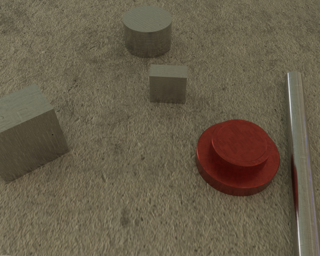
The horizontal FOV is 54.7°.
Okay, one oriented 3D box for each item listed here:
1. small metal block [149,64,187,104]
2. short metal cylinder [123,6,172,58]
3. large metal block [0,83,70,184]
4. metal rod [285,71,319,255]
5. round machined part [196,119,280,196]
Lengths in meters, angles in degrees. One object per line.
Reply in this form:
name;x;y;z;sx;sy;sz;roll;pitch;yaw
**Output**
small metal block;0.012;-0.062;0.439;0.050;0.050;0.025;3;50;2
short metal cylinder;-0.021;-0.163;0.524;0.081;0.050;0.080;0;50;0
large metal block;-0.161;0.007;0.359;0.081;0.080;0.050;-29;56;-23
metal rod;0.170;0.035;0.375;0.025;0.025;0.300;10;51;8
round machined part;0.094;0.028;0.370;0.099;0.042;0.098;0;50;0
